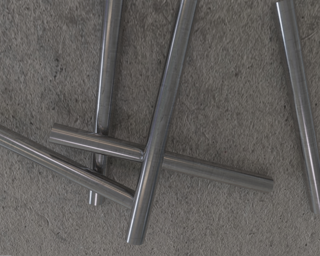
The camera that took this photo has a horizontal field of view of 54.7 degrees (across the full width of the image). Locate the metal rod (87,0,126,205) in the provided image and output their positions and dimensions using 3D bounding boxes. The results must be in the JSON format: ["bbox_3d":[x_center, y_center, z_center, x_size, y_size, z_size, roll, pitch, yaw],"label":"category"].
[{"bbox_3d":[-0.070,-0.034,0.396,0.025,0.025,0.298,8,110,-3],"label":"metal rod"}]

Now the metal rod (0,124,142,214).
[{"bbox_3d":[-0.152,0.037,0.403,0.301,0.025,0.025,27,108,-3],"label":"metal rod"}]

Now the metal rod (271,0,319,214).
[{"bbox_3d":[0.187,-0.014,0.405,0.025,0.025,0.298,-17,109,6],"label":"metal rod"}]

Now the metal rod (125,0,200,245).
[{"bbox_3d":[0.001,-0.004,0.372,0.025,0.025,0.298,12,96,-5],"label":"metal rod"}]

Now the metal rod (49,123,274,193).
[{"bbox_3d":[0.012,0.043,0.408,0.302,0.025,0.025,15,110,-13],"label":"metal rod"}]
